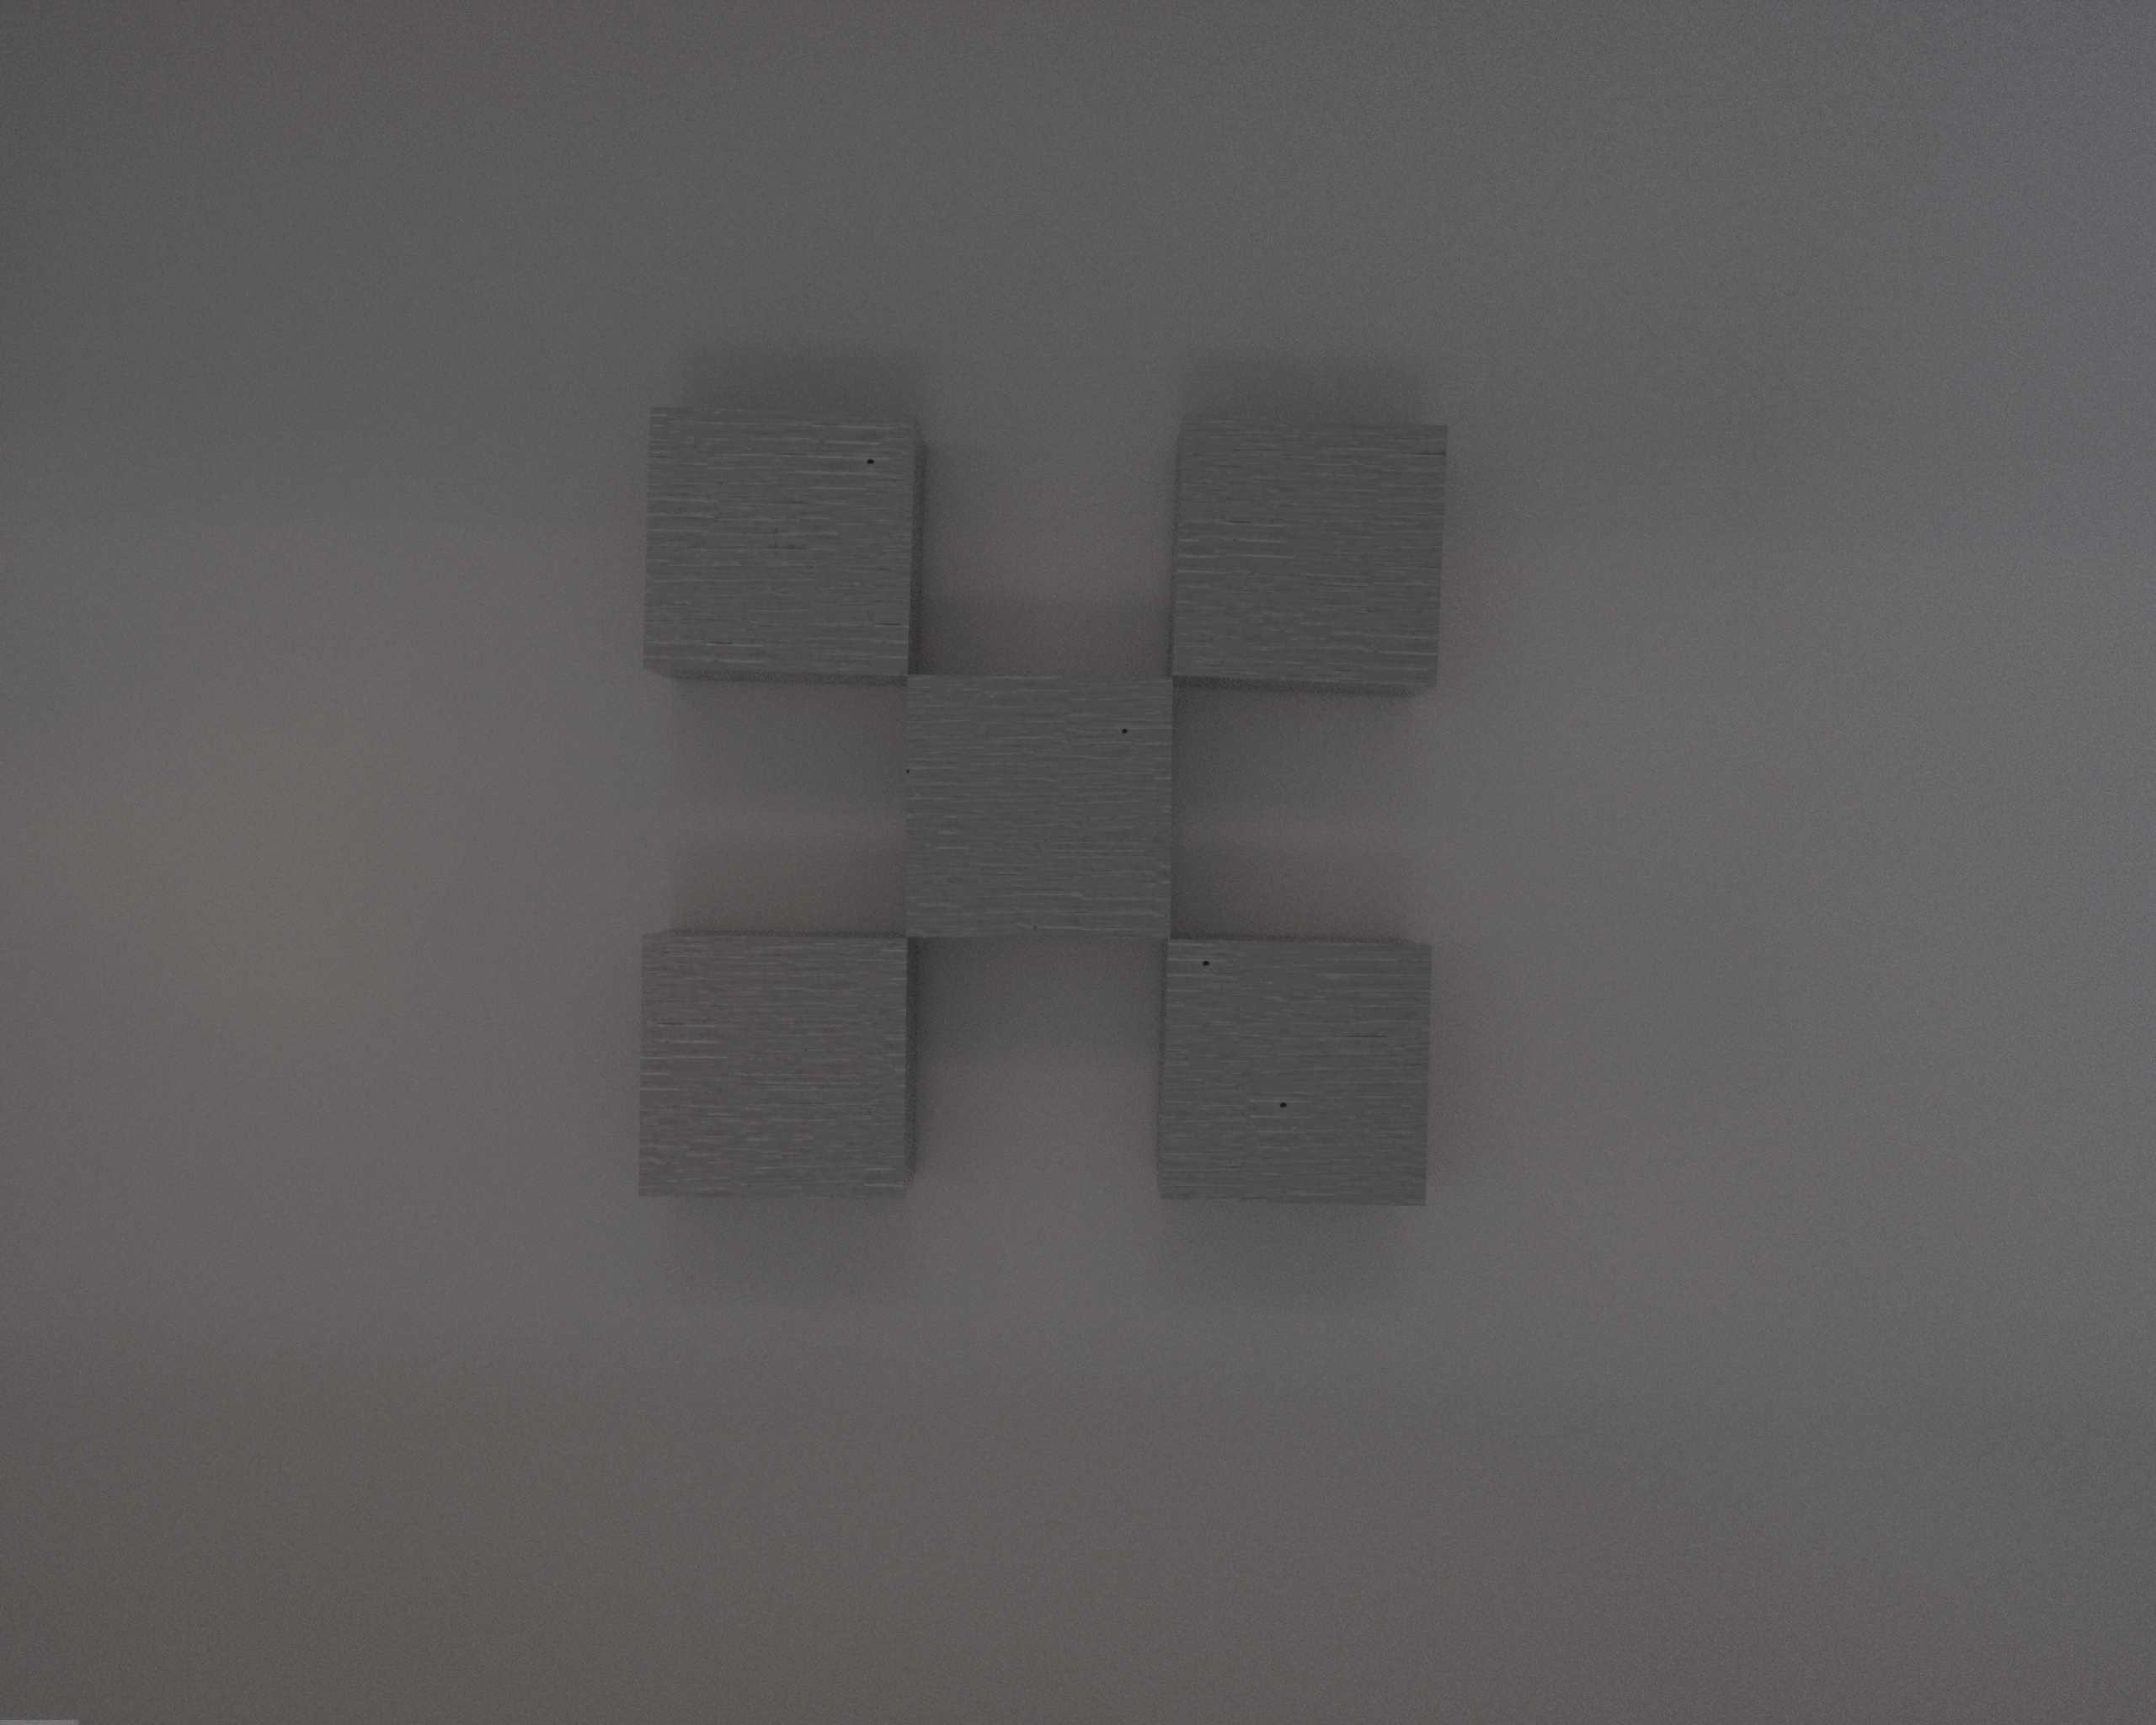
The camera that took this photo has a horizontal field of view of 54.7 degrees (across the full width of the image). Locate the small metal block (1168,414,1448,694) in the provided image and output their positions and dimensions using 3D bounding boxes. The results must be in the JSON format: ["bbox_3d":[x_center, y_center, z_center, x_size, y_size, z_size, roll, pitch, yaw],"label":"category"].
[{"bbox_3d":[0.044,-0.059,0.409,0.050,0.025,0.050,2,90,0],"label":"small metal block"}]

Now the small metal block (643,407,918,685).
[{"bbox_3d":[-0.057,-0.061,0.409,0.050,0.025,0.050,2,90,0],"label":"small metal block"}]

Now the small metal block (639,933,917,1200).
[{"bbox_3d":[-0.058,0.039,0.409,0.050,0.025,0.050,1,90,0],"label":"small metal block"}]

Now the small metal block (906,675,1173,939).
[{"bbox_3d":[-0.007,-0.011,0.409,0.050,0.025,0.050,1,90,0],"label":"small metal block"}]

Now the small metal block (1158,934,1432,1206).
[{"bbox_3d":[0.042,0.040,0.409,0.050,0.025,0.050,1,90,0],"label":"small metal block"}]
